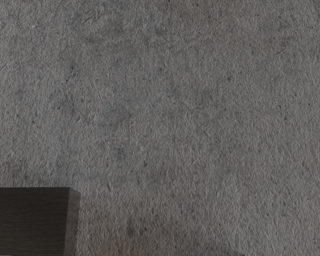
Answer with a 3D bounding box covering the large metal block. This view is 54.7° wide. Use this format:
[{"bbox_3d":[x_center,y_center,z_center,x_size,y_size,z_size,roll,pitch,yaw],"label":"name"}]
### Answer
[{"bbox_3d":[-0.140,0.111,0.353,0.081,0.050,0.080,0,70,0],"label":"large metal block"}]
